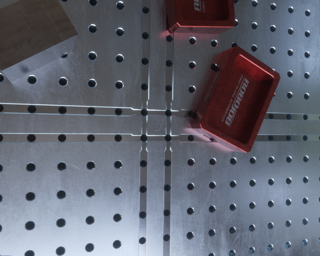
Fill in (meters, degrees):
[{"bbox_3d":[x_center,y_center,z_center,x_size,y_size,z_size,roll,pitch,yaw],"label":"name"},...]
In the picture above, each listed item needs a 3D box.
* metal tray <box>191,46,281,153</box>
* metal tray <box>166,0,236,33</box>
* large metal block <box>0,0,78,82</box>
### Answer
[{"bbox_3d":[0.111,-0.040,0.450,0.090,0.030,0.130,28,81,-18],"label":"metal tray"},{"bbox_3d":[0.053,-0.200,0.429,0.091,0.030,0.129,-6,92,-20],"label":"metal tray"},{"bbox_3d":[-0.140,-0.095,0.331,0.080,0.080,0.050,-33,101,-17],"label":"large metal block"}]
